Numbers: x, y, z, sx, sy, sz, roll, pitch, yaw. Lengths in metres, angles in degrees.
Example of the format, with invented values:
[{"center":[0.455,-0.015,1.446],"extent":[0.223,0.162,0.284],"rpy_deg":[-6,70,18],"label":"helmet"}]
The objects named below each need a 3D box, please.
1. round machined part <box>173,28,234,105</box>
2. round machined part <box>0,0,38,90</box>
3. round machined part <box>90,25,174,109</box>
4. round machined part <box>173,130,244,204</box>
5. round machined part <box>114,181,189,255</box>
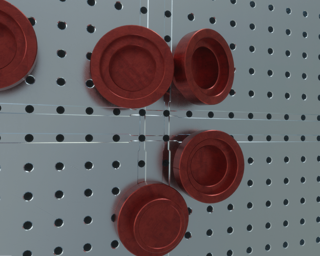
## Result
[{"center":[0.053,-0.079,0.413],"extent":[0.099,0.042,0.097],"rpy_deg":[-1,92,-41],"label":"round machined part"},{"center":[-0.185,-0.088,0.335],"extent":[0.099,0.042,0.097],"rpy_deg":[0,90,-21],"label":"round machined part"},{"center":[-0.033,-0.072,0.383],"extent":[0.099,0.042,0.097],"rpy_deg":[0,93,-3],"label":"round machined part"},{"center":[0.063,0.051,0.428],"extent":[0.099,0.042,0.097],"rpy_deg":[0,90,-21],"label":"round machined part"},{"center":[-0.007,0.121,0.402],"extent":[0.099,0.042,0.097],"rpy_deg":[0,90,-21],"label":"round machined part"}]
